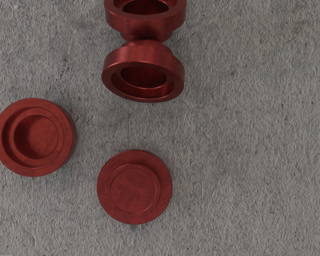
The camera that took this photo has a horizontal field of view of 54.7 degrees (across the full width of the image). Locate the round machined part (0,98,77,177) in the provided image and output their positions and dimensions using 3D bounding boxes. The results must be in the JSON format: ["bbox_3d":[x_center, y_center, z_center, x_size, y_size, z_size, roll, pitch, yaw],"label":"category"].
[{"bbox_3d":[-0.156,0.011,0.400,0.099,0.042,0.097,0,90,0],"label":"round machined part"}]

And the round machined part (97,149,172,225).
[{"bbox_3d":[-0.033,0.077,0.401,0.099,0.042,0.097,0,90,0],"label":"round machined part"}]

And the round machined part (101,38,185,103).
[{"bbox_3d":[-0.019,-0.071,0.377,0.099,0.098,0.042,6,68,0],"label":"round machined part"}]

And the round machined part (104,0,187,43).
[{"bbox_3d":[-0.017,-0.138,0.384,0.099,0.042,0.098,0,46,0],"label":"round machined part"}]
